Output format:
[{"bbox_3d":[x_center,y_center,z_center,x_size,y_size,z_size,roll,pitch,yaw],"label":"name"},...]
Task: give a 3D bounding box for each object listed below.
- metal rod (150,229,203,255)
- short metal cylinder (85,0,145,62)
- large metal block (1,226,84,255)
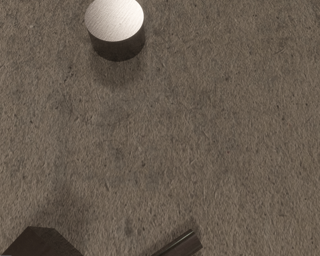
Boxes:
[{"bbox_3d":[-0.085,0.204,0.332,0.301,0.025,0.025,-31,73,-11],"label":"metal rod"},{"bbox_3d":[-0.063,-0.144,0.447,0.081,0.050,0.080,0,70,0],"label":"short metal cylinder"},{"bbox_3d":[-0.134,0.152,0.322,0.050,0.080,0.080,38,74,12],"label":"large metal block"}]
